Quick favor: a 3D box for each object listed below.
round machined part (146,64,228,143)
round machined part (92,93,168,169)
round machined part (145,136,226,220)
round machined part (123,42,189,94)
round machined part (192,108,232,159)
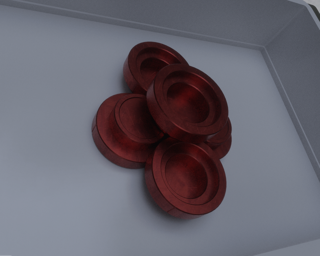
[{"bbox_3d":[0.029,-0.025,0.371,0.099,0.042,0.098,14,56,-21],"label":"round machined part"},{"bbox_3d":[-0.030,-0.003,0.380,0.099,0.042,0.098,14,56,-21],"label":"round machined part"},{"bbox_3d":[0.027,0.061,0.371,0.099,0.042,0.098,14,56,-21],"label":"round machined part"},{"bbox_3d":[-0.005,-0.069,0.433,0.099,0.042,0.098,14,56,-21],"label":"round machined part"},{"bbox_3d":[0.059,0.000,0.425,0.099,0.042,0.098,14,56,-21],"label":"round machined part"}]
